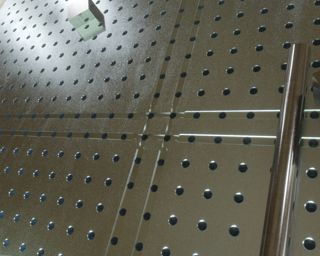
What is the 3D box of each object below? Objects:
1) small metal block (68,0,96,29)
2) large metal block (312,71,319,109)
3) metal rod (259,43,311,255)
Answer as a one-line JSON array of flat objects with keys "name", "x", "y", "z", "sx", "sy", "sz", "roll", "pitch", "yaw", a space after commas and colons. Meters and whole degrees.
[{"name": "small metal block", "x": -0.162, "y": -0.241, "z": 0.642, "sx": 0.050, "sy": 0.025, "sz": 0.050, "roll": -22, "pitch": 53, "yaw": 15}, {"name": "large metal block", "x": 0.208, "y": -0.028, "z": 0.300, "sx": 0.080, "sy": 0.050, "sz": 0.080, "roll": -24, "pitch": 53, "yaw": 13}, {"name": "metal rod", "x": 0.129, "y": 0.037, "z": 0.317, "sx": 0.025, "sy": 0.025, "sz": 0.300, "roll": 3, "pitch": 63, "yaw": 30}]
